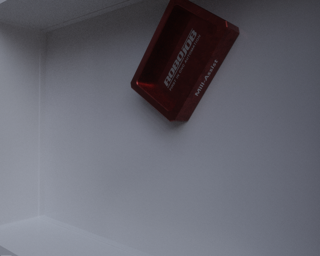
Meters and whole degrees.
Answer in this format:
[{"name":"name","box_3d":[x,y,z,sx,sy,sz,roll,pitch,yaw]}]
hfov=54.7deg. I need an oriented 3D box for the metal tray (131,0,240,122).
[{"name":"metal tray","box_3d":[0.025,-0.083,0.381,0.090,0.030,0.129,43,115,31]}]
